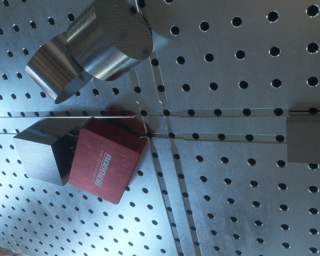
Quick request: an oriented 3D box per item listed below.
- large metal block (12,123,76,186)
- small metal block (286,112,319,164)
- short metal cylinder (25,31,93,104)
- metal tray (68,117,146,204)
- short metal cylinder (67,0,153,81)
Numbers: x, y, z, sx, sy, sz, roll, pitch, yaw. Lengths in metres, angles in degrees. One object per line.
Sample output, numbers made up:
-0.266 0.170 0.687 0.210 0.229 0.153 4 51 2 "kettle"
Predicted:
-0.187 0.043 0.520 0.080 0.050 0.079 9 122 23 "large metal block"
0.164 0.011 0.331 0.050 0.025 0.050 1 119 28 "small metal block"
-0.120 -0.076 0.392 0.050 0.080 0.080 47 129 -5 "short metal cylinder"
-0.085 0.054 0.476 0.090 0.030 0.129 25 128 0 "metal tray"
-0.054 -0.099 0.343 0.050 0.080 0.080 -26 104 37 "short metal cylinder"
